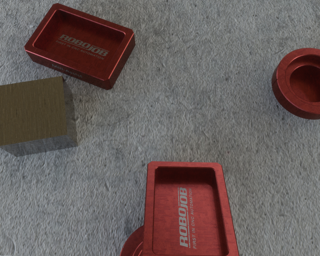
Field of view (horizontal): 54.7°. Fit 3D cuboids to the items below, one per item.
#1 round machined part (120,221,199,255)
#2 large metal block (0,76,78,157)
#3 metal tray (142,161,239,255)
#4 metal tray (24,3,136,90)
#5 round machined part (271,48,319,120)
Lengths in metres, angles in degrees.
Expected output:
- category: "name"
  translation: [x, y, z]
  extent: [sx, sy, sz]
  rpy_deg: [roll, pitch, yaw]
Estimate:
- category: "round machined part"
  translation: [0.003, 0.153, 0.343]
  extent: [0.099, 0.042, 0.098]
  rpy_deg: [0, 70, -1]
- category: "large metal block"
  translation: [-0.156, -0.014, 0.398]
  extent: [0.081, 0.050, 0.080]
  rpy_deg: [-10, 70, -4]
- category: "metal tray"
  translation: [0.029, 0.094, 0.338]
  extent: [0.091, 0.030, 0.130]
  rpy_deg: [2, 39, 0]
- category: "metal tray"
  translation: [-0.113, -0.119, 0.447]
  extent: [0.131, 0.030, 0.090]
  rpy_deg: [22, 71, 7]
- category: "round machined part"
  translation: [0.201, -0.056, 0.422]
  extent: [0.099, 0.042, 0.098]
  rpy_deg: [0, 70, -1]
